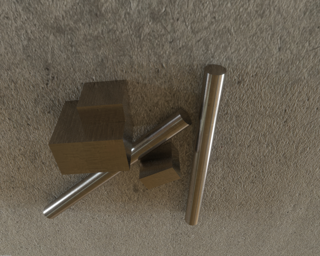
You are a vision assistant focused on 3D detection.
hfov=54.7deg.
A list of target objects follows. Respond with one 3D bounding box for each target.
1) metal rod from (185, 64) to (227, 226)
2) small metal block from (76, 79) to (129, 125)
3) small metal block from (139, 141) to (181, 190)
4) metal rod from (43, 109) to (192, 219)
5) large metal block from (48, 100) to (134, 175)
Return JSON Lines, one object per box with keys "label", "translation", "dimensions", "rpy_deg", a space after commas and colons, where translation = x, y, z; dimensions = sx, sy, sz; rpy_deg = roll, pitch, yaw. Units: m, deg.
{"label": "metal rod", "translation": [0.060, 0.047, 0.448], "dimensions": [0.025, 0.025, 0.298], "rpy_deg": [1, 130, -1]}
{"label": "small metal block", "translation": [-0.065, -0.031, 0.363], "dimensions": [0.050, 0.050, 0.025], "rpy_deg": [-4, 130, 3]}
{"label": "small metal block", "translation": [0.000, 0.052, 0.436], "dimensions": [0.050, 0.050, 0.025], "rpy_deg": [-22, 127, 17]}
{"label": "metal rod", "translation": [-0.077, 0.064, 0.460], "dimensions": [0.299, 0.025, 0.025], "rpy_deg": [-36, 122, 26]}
{"label": "large metal block", "translation": [-0.078, 0.008, 0.377], "dimensions": [0.080, 0.080, 0.050], "rpy_deg": [-4, 130, 3]}
